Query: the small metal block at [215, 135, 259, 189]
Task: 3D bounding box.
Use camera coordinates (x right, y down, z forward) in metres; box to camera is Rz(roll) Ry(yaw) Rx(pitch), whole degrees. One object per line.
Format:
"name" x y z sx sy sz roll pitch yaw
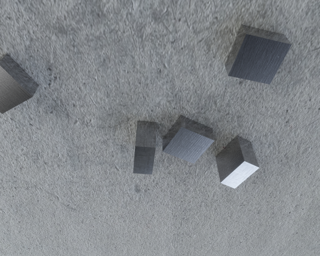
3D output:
"small metal block" 0.106 0.047 0.432 0.025 0.050 0.050 24 126 -19

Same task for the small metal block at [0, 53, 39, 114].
"small metal block" -0.182 -0.051 0.362 0.050 0.025 0.050 -24 126 19

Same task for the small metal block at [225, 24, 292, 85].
"small metal block" 0.106 -0.080 0.340 0.050 0.025 0.050 10 130 -9

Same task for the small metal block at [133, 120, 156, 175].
"small metal block" -0.020 0.026 0.412 0.025 0.050 0.050 5 130 -4

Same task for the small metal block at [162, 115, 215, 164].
"small metal block" 0.038 0.016 0.421 0.050 0.025 0.050 22 127 -18
